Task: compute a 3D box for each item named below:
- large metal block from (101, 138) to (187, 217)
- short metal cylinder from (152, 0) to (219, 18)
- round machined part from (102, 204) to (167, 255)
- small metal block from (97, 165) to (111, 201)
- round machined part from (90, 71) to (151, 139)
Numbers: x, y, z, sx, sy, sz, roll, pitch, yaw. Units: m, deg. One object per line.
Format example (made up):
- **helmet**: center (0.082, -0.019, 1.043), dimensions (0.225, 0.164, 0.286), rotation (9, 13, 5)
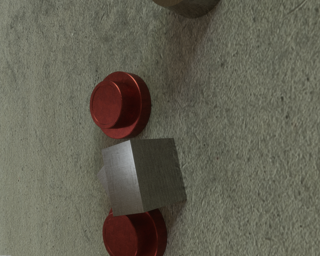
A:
- **large metal block**: center (-0.018, 0.058, 0.382), dimensions (0.050, 0.081, 0.080), rotation (-20, 78, 38)
- **short metal cylinder**: center (0.030, -0.176, 0.362), dimensions (0.080, 0.050, 0.079), rotation (0, 90, 39)
- **round machined part**: center (-0.041, 0.145, 0.426), dimensions (0.098, 0.042, 0.097), rotation (0, 90, 39)
- **small metal block**: center (-0.060, 0.072, 0.452), dimensions (0.050, 0.025, 0.050), rotation (-50, 61, 28)
- **round machined part**: center (-0.063, -0.033, 0.443), dimensions (0.098, 0.042, 0.097), rotation (0, 90, 39)
